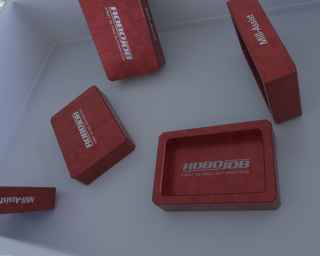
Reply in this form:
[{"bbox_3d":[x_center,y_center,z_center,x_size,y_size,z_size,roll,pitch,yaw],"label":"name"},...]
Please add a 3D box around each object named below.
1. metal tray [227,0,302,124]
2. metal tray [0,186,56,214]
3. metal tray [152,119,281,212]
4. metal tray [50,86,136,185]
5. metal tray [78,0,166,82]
[{"bbox_3d":[0.117,-0.080,0.351,0.030,0.090,0.130,-22,54,16],"label":"metal tray"},{"bbox_3d":[-0.212,0.090,0.392,0.090,0.130,0.030,-4,78,26],"label":"metal tray"},{"bbox_3d":[0.060,0.044,0.344,0.130,0.030,0.090,-8,58,24],"label":"metal tray"},{"bbox_3d":[-0.102,0.006,0.452,0.090,0.030,0.130,-37,51,3],"label":"metal tray"},{"bbox_3d":[-0.054,-0.142,0.458,0.090,0.129,0.030,-9,23,23],"label":"metal tray"}]
